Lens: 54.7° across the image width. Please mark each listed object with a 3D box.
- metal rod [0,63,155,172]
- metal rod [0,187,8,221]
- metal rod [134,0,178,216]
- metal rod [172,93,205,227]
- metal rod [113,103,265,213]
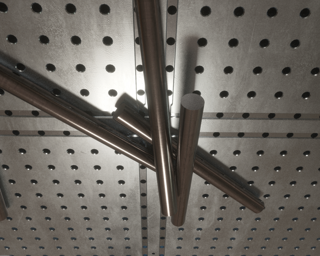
[{"bbox_3d":[-0.094,-0.004,0.406,0.301,0.025,0.025,32,123,-25],"label":"metal rod"},{"bbox_3d":[-0.257,0.039,0.440,0.025,0.025,0.298,5,130,-5],"label":"metal rod"},{"bbox_3d":[0.000,-0.003,0.382,0.025,0.025,0.298,-4,122,3],"label":"metal rod"},{"bbox_3d":[0.033,0.068,0.439,0.025,0.025,0.298,0,140,-1],"label":"metal rod"},{"bbox_3d":[0.057,0.056,0.460,0.301,0.025,0.025,35,122,-27],"label":"metal rod"}]
